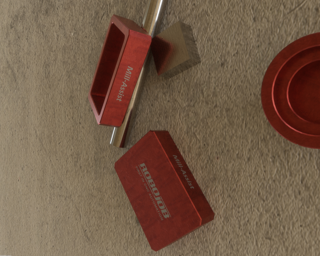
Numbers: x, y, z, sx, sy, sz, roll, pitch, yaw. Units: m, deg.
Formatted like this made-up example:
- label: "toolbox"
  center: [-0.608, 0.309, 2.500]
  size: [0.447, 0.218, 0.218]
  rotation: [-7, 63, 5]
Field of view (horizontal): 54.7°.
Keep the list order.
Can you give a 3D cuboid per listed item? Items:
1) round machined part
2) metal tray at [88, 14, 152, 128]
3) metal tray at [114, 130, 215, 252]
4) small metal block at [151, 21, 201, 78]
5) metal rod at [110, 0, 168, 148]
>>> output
- label: "round machined part"
  center: [0.145, -0.031, 0.274]
  size: [0.098, 0.042, 0.097]
  rotation: [0, 90, 39]
- label: "metal tray"
  center: [-0.059, -0.077, 0.420]
  size: [0.129, 0.030, 0.090]
  rotation: [-67, 31, 23]
- label: "metal tray"
  center: [0.000, 0.079, 0.400]
  size: [0.090, 0.030, 0.130]
  rotation: [-43, 65, 31]
- label: "small metal block"
  center: [0.018, -0.097, 0.388]
  size: [0.050, 0.025, 0.050]
  rotation: [-23, 76, 37]
- label: "metal rod"
  center: [-0.018, -0.115, 0.417]
  size: [0.025, 0.025, 0.298]
  rotation: [27, 107, 36]
